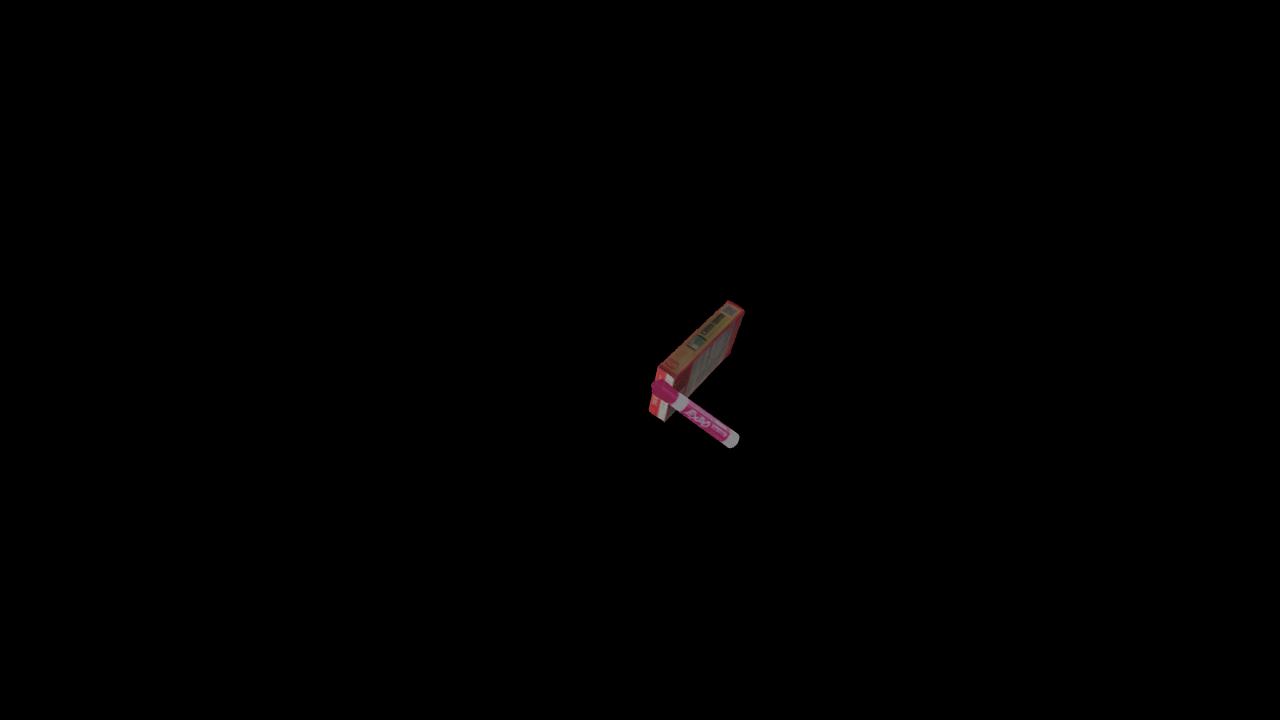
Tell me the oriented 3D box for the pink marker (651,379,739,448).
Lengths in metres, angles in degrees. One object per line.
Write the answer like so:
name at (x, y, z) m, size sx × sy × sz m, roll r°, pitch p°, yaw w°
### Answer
pink marker at (0.058, 0.056, 0.647) m, size 0.121 × 0.020 × 0.020 m, roll 36°, pitch -17°, yaw -25°

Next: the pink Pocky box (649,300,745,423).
pink Pocky box at (0.069, 0.000, 0.746) m, size 0.029 × 0.084 × 0.155 m, roll 33°, pitch 52°, yaw 19°
